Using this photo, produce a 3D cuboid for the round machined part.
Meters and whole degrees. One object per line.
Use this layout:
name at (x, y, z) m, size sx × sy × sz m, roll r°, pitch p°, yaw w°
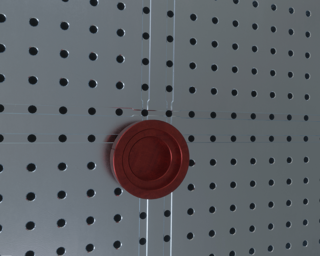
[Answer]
round machined part at (-0.016, 0.038, 0.398) m, size 0.099 × 0.042 × 0.097 m, roll 0°, pitch 90°, yaw -20°
